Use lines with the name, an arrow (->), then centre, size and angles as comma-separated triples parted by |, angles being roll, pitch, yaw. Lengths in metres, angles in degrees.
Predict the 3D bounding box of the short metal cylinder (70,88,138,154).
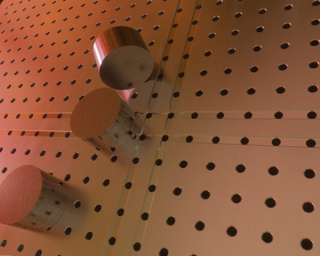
short metal cylinder -> -0.078, -0.010, 0.437 | 0.080, 0.050, 0.080 | -13, 56, 20

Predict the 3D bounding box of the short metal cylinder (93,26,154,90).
short metal cylinder -> -0.055, -0.104, 0.464 | 0.080, 0.080, 0.050 | -30, 52, 9

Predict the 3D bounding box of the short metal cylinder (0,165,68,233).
short metal cylinder -> -0.175, 0.097, 0.423 | 0.080, 0.050, 0.080 | -13, 56, 20
